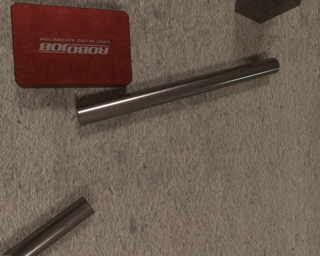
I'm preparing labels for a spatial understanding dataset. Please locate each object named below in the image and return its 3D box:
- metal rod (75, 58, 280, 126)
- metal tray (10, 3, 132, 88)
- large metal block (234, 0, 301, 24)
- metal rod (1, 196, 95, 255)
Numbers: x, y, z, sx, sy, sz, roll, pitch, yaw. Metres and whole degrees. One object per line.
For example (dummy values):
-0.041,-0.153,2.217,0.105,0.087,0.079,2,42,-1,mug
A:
0.038,-0.055,0.424,0.302,0.025,0.025,-17,96,-20,metal rod
-0.102,-0.094,0.369,0.131,0.030,0.089,-3,91,-20,metal tray
0.158,-0.207,0.439,0.050,0.080,0.080,16,85,-20,large metal block
-0.204,0.177,0.334,0.301,0.025,0.025,-36,102,-17,metal rod
